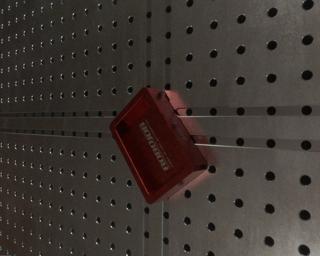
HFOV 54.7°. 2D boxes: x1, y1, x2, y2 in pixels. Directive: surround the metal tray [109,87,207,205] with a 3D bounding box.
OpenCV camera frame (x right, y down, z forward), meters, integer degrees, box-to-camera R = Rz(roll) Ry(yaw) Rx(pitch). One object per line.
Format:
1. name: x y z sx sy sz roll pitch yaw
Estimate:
1. metal tray: -0.008 0.022 0.410 0.090 0.030 0.130 -44 64 30
